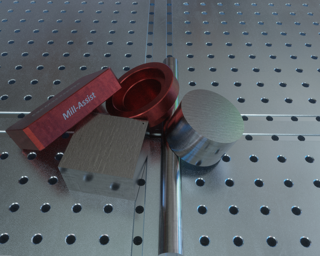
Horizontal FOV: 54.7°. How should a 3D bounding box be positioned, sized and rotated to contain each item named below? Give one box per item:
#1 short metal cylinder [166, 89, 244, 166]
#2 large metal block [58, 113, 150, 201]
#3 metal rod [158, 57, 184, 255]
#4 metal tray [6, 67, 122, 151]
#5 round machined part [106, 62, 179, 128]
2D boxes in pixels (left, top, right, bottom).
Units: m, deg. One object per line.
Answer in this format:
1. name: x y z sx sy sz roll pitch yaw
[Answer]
1. short metal cylinder: 0.053 -0.001 0.375 0.081 0.050 0.080 13 48 -15
2. large metal block: -0.060 0.032 0.364 0.080 0.050 0.080 8 51 6
3. metal rod: 0.014 0.011 0.399 0.025 0.025 0.300 1 50 1
4. metal tray: -0.121 -0.025 0.392 0.131 0.030 0.090 -44 24 -30
5. round machined part: -0.019 -0.038 0.412 0.098 0.042 0.098 -17 46 19
